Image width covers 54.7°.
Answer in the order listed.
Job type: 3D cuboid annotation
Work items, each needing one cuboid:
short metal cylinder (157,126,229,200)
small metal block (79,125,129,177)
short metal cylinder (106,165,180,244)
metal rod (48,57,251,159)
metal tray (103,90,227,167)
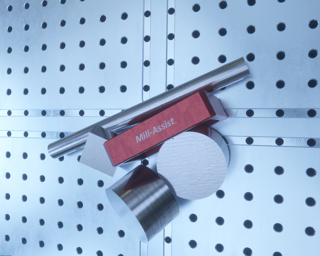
[{"bbox_3d":[0.042,0.040,0.375,0.080,0.050,0.079,2,99,15],"label":"short metal cylinder"},{"bbox_3d":[-0.075,0.031,0.422,0.050,0.025,0.050,24,115,-1],"label":"small metal block"},{"bbox_3d":[-0.022,0.092,0.380,0.050,0.080,0.080,-35,75,-26],"label":"short metal cylinder"},{"bbox_3d":[-0.027,-0.020,0.418,0.300,0.025,0.025,-22,83,18],"label":"metal rod"},{"bbox_3d":[0.009,0.002,0.371,0.130,0.090,0.030,-28,81,18],"label":"metal tray"}]
